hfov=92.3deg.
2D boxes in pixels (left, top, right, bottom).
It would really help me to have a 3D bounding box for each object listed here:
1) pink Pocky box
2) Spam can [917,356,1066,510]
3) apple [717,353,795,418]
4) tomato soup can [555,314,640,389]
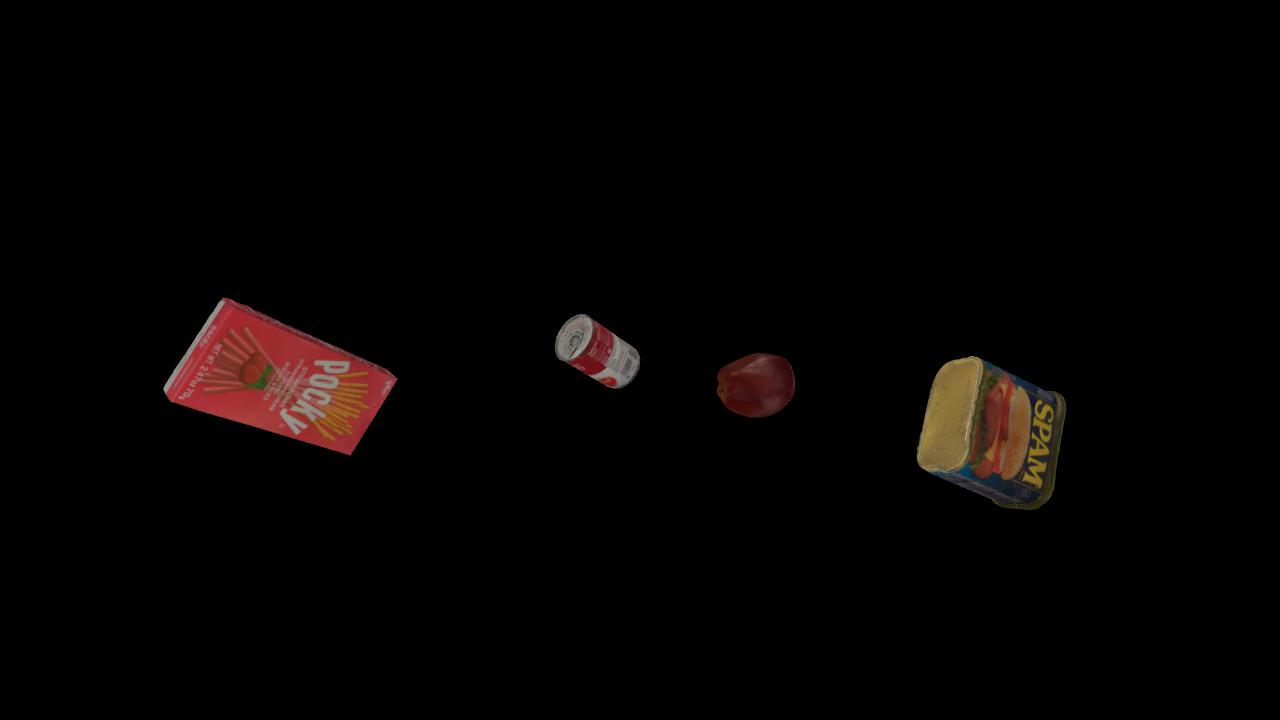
[{"bbox_3d":[-0.293,0.020,0.519,0.029,0.084,0.155,26,-7,39],"label":"pink Pocky box"},{"bbox_3d":[0.281,0.057,0.495,0.085,0.101,0.058,23,-16,-12],"label":"Spam can"},{"bbox_3d":[0.142,0.031,0.744,0.093,0.079,0.079,-9,2,-13],"label":"apple"},{"bbox_3d":[-0.055,-0.010,0.823,0.068,0.068,0.101,0,-23,42],"label":"tomato soup can"}]
